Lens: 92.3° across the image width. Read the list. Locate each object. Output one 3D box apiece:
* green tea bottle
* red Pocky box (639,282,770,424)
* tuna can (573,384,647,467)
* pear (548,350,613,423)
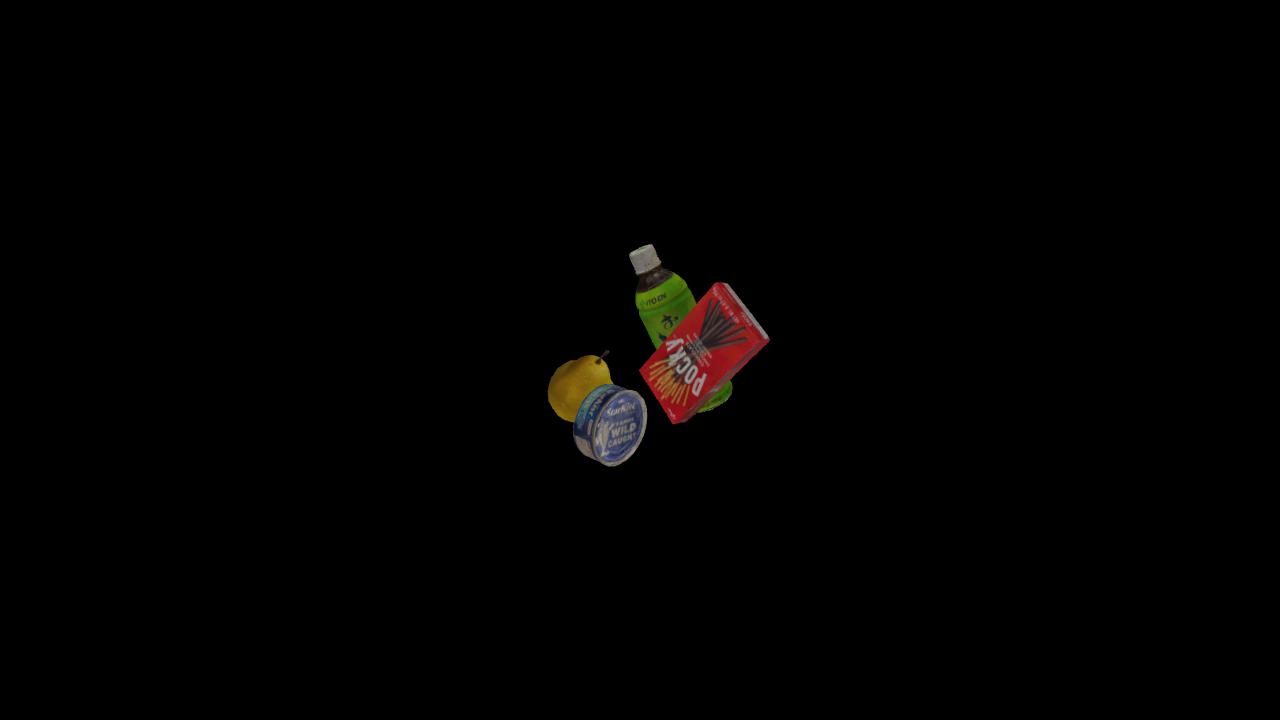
[{"bbox_3d":[0.043,-0.039,0.748,0.073,0.212,0.073,-25,18,9],"label":"green tea bottle"},{"bbox_3d":[0.066,-0.004,0.684,0.028,0.083,0.155,-10,-32,-48],"label":"red Pocky box"},{"bbox_3d":[-0.031,0.068,0.656,0.034,0.084,0.084,17,11,38],"label":"tuna can"},{"bbox_3d":[-0.064,0.025,0.703,0.080,0.080,0.111,0,-35,-13],"label":"pear"}]
